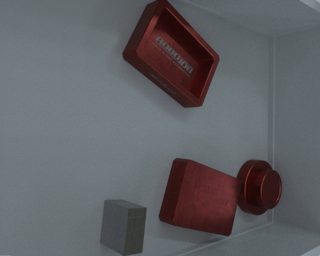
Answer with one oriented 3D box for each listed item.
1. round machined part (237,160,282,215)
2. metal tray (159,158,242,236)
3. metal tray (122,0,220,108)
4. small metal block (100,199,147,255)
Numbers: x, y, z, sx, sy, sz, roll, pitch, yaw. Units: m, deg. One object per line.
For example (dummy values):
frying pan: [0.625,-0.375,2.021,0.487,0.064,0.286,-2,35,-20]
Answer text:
round machined part: [0.181,0.106,0.551,0.099,0.042,0.097,0,90,-40]
metal tray: [0.065,0.105,0.461,0.131,0.030,0.090,25,74,-38]
metal tray: [0.021,-0.097,0.422,0.130,0.030,0.090,35,68,-35]
small metal block: [-0.043,0.112,0.356,0.025,0.050,0.050,10,84,-40]
